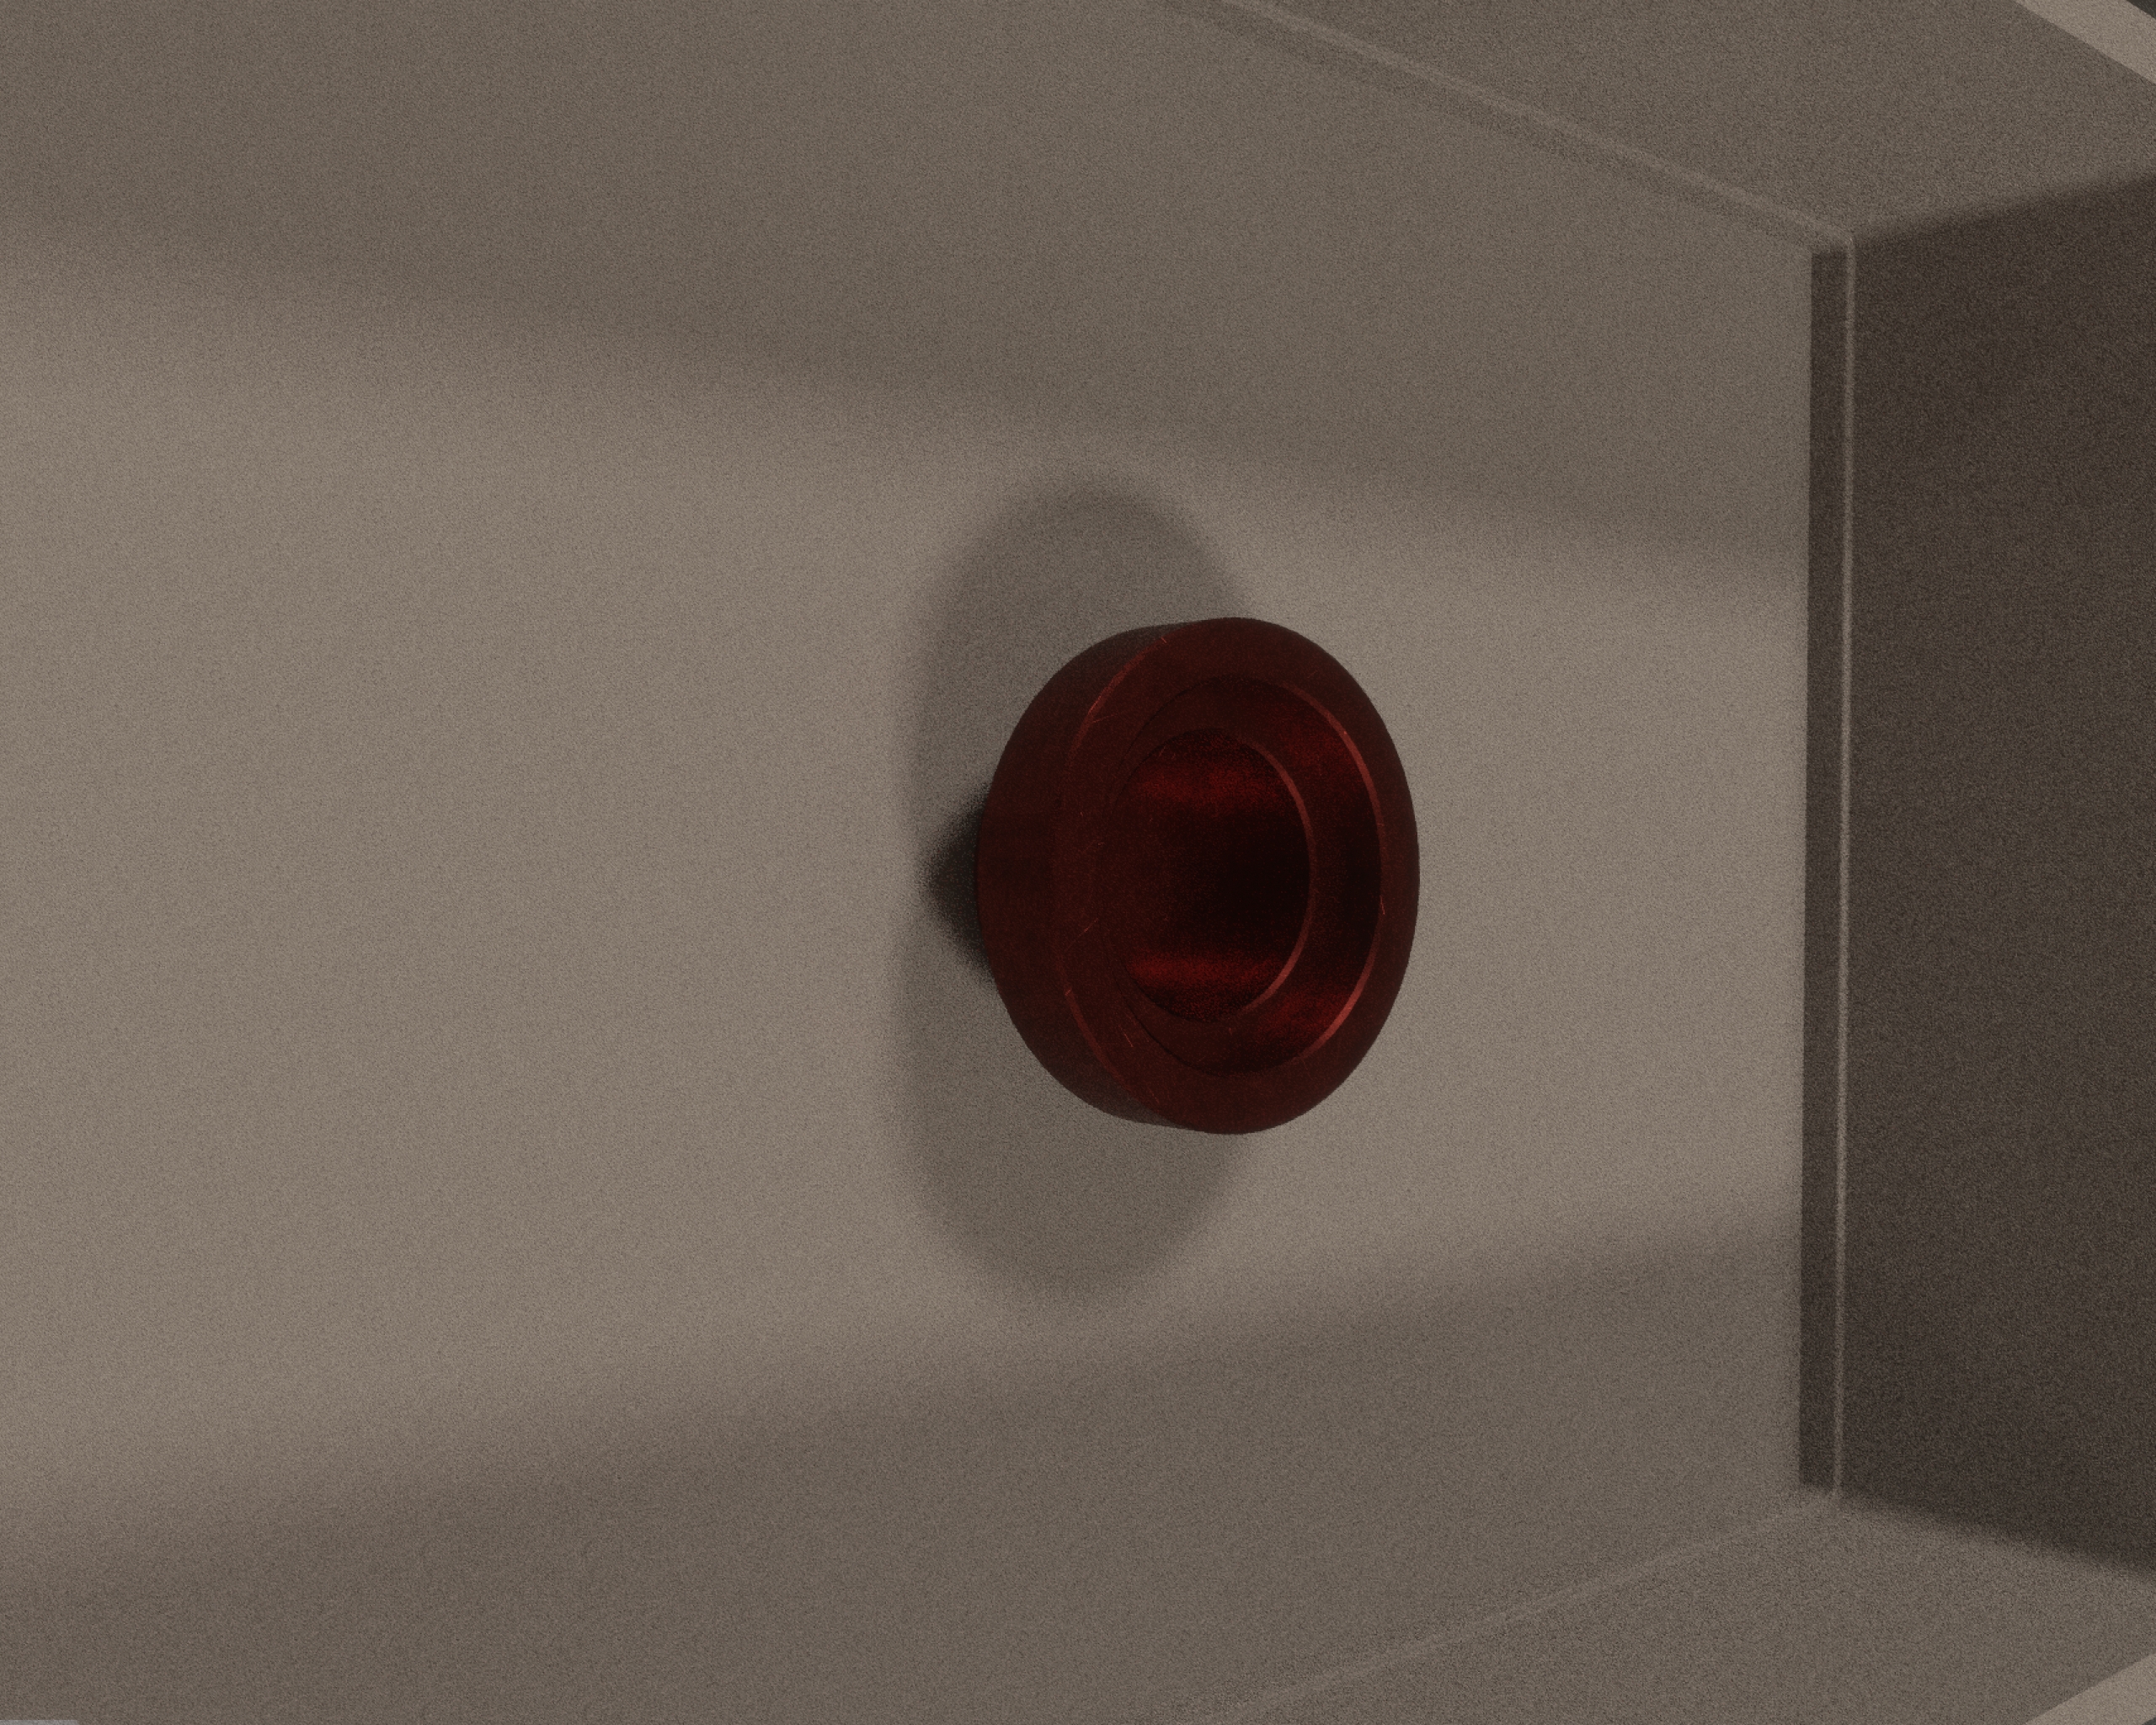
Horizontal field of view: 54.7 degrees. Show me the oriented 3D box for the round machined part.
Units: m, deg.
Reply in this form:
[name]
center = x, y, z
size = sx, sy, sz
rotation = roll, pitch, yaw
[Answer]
[round machined part]
center = 0.019, 0.002, 0.409
size = 0.099, 0.042, 0.097
rotation = 0, 90, -40
